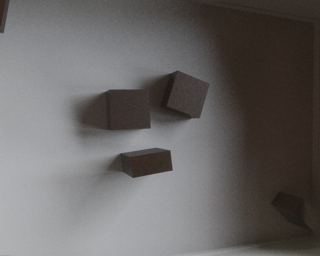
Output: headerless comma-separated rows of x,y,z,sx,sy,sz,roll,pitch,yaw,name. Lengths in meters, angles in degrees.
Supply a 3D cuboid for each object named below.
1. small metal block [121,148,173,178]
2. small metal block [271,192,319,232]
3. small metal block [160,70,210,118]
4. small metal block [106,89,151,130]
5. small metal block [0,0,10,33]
-0.018,0.043,0.392,0.050,0.050,0.025,-8,93,-20,small metal block
0.210,0.128,0.477,0.050,0.050,0.025,44,76,-15,small metal block
0.034,-0.045,0.424,0.050,0.025,0.050,19,84,-20,small metal block
-0.041,-0.023,0.396,0.050,0.025,0.050,-3,91,-20,small metal block
-0.196,-0.138,0.338,0.050,0.025,0.050,10,87,-20,small metal block
